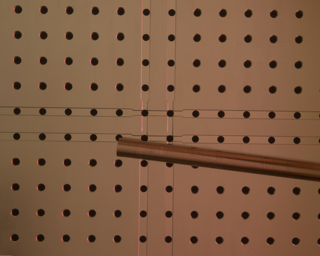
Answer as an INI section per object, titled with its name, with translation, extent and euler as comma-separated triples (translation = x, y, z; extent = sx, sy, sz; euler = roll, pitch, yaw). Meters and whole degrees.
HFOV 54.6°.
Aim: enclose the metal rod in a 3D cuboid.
[metal rod]
translation = 0.094, 0.044, 0.413
extent = 0.302, 0.025, 0.025
euler = 7, 90, 0
